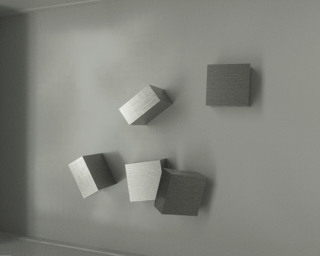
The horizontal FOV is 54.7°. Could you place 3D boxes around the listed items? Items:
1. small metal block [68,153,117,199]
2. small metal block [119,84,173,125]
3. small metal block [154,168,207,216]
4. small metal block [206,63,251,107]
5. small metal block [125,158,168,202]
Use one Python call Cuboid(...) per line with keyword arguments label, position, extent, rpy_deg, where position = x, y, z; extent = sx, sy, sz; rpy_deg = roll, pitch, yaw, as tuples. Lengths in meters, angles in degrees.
Cuboid(label="small metal block", position=(-0.092, 0.065, 0.430), extent=(0.025, 0.050, 0.050), rpy_deg=(-31, 80, 17))
Cuboid(label="small metal block", position=(-0.017, -0.028, 0.403), extent=(0.050, 0.050, 0.025), rpy_deg=(-38, 78, 16))
Cuboid(label="small metal block", position=(0.025, 0.080, 0.387), extent=(0.050, 0.025, 0.050), rpy_deg=(11, 95, -25))
Cuboid(label="small metal block", position=(0.085, -0.051, 0.381), extent=(0.050, 0.025, 0.050), rpy_deg=(3, 91, 20))
Cuboid(label="small metal block", position=(-0.015, 0.069, 0.416), extent=(0.050, 0.025, 0.050), rpy_deg=(-9, 87, 19))
